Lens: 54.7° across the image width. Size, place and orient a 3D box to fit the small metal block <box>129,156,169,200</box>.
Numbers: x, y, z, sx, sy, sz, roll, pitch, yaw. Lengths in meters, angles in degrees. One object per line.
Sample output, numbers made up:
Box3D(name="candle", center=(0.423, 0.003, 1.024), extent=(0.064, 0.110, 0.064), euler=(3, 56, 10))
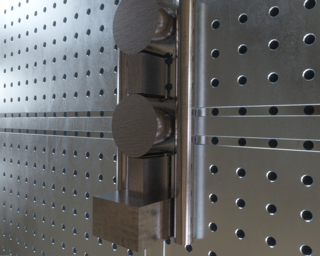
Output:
Box3D(name="small metal block", center=(-0.014, 0.062, 0.404), extent=(0.025, 0.050, 0.050), euler=(0, 90, 40))

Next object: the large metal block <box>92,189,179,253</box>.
Box3D(name="large metal block", center=(-0.029, 0.112, 0.397), extent=(0.080, 0.081, 0.050), euler=(1, 91, 40))

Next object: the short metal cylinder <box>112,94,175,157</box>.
Box3D(name="short metal cylinder", center=(-0.018, -0.003, 0.407), extent=(0.080, 0.050, 0.080), euler=(0, 90, 40))

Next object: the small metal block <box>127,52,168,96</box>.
Box3D(name="small metal block", center=(-0.016, -0.068, 0.405), extent=(0.025, 0.050, 0.050), euler=(1, 91, 40))

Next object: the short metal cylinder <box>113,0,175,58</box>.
Box3D(name="short metal cylinder", center=(-0.016, -0.133, 0.406), extent=(0.080, 0.050, 0.080), euler=(0, 90, 40))

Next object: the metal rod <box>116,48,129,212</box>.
Box3D(name="metal rod", center=(-0.050, -0.009, 0.450), extent=(0.025, 0.025, 0.298), euler=(1, 91, 40))

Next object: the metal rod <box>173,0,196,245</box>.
Box3D(name="metal rod", center=(0.031, -0.009, 0.383), extent=(0.025, 0.025, 0.298), euler=(1, 91, 40))
